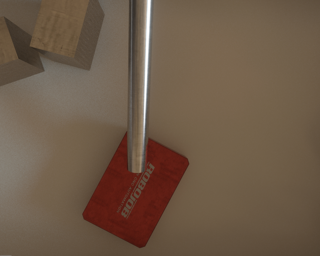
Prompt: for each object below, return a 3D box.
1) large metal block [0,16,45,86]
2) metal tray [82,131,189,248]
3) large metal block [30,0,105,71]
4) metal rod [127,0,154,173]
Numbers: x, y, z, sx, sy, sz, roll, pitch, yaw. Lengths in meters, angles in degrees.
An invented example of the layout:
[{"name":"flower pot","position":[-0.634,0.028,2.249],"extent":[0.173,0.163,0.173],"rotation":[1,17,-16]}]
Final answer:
[{"name":"large metal block","position":[-0.203,-0.087,0.381],"extent":[0.080,0.080,0.050],"rotation":[-19,90,0]},{"name":"metal tray","position":[-0.031,0.078,0.409],"extent":[0.090,0.030,0.130],"rotation":[28,90,-1]},{"name":"large metal block","position":[-0.110,-0.123,0.382],"extent":[0.050,0.080,0.080],"rotation":[15,90,0]},{"name":"metal rod","position":[-0.021,-0.089,0.328],"extent":[0.025,0.025,0.298],"rotation":[3,111,-1]}]
